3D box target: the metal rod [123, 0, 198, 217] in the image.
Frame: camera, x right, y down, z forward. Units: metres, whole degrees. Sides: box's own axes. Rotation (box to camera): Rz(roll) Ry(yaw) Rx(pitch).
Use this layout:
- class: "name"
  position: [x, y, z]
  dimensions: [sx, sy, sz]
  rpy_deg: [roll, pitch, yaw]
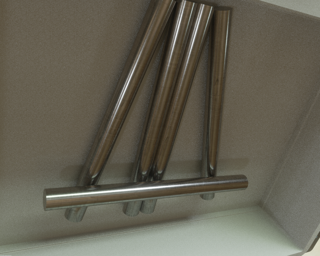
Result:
- class: "metal rod"
  position: [-0.007, -0.008, 0.398]
  dimensions: [0.025, 0.025, 0.298]
  rpy_deg: [1, 118, -29]

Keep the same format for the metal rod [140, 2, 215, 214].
- class: "metal rod"
  position: [0.014, -0.008, 0.410]
  dimensions: [0.025, 0.025, 0.298]
  rpy_deg: [1, 118, -29]

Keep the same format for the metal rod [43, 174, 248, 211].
- class: "metal rod"
  position: [0.001, 0.085, 0.426]
  dimensions: [0.303, 0.025, 0.025]
  rpy_deg: [1, 118, -29]

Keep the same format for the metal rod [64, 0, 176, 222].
- class: "metal rod"
  position: [-0.055, -0.010, 0.371]
  dimensions: [0.025, 0.025, 0.298]
  rpy_deg: [13, 112, -34]

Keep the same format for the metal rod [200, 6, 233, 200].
- class: "metal rod"
  position: [0.076, -0.013, 0.440]
  dimensions: [0.025, 0.025, 0.298]
  rpy_deg: [-15, 125, -20]
